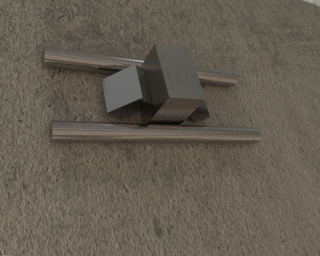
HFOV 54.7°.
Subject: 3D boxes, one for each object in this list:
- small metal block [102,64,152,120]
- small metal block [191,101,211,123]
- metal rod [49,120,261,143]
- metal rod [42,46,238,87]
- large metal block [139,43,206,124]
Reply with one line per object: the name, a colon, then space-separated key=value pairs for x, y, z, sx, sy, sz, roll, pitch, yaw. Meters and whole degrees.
small metal block: x=-0.043 y=-0.045 z=0.394 sx=0.025 sy=0.050 sz=0.050 roll=37 pitch=36 yaw=-59
small metal block: x=0.050 y=-0.042 z=0.442 sx=0.025 sy=0.050 sz=0.050 roll=-18 pitch=64 yaw=9
metal rod: x=0.014 y=0.008 z=0.409 sx=0.303 sy=0.025 sz=0.025 roll=2 pitch=61 yaw=-28
metal rod: x=-0.010 y=-0.085 z=0.453 sx=0.303 sy=0.025 sz=0.025 roll=1 pitch=61 yaw=-28
large metal block: x=0.007 y=-0.051 z=0.409 sx=0.050 sy=0.080 sz=0.080 roll=1 pitch=62 yaw=-28
